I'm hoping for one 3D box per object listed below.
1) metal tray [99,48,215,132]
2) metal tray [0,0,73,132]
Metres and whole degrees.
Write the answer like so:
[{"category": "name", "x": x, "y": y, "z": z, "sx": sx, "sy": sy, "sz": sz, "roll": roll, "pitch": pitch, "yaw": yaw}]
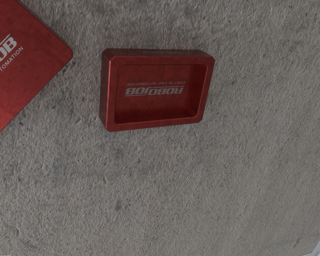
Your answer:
[{"category": "metal tray", "x": -0.004, "y": -0.047, "z": 0.372, "sx": 0.131, "sy": 0.030, "sz": 0.089, "roll": -6, "pitch": 121, "yaw": -26}, {"category": "metal tray", "x": -0.158, "y": -0.056, "z": 0.283, "sx": 0.130, "sy": 0.030, "sz": 0.090, "roll": -45, "pitch": 129, "yaw": 3}]
